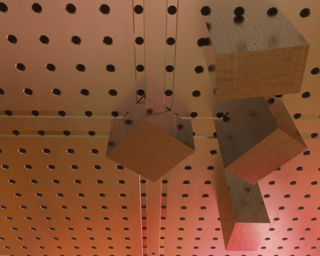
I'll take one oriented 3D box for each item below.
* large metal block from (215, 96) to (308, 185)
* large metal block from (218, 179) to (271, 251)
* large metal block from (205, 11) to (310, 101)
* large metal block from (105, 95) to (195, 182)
[{"bbox_3d":[0.120,0.010,0.386,0.050,0.080,0.080,30,124,-23],"label":"large metal block"},{"bbox_3d":[0.131,0.139,0.496,0.050,0.080,0.079,2,130,-2],"label":"large metal block"},{"bbox_3d":[0.091,-0.075,0.314,0.080,0.080,0.050,-5,130,4],"label":"large metal block"},{"bbox_3d":[-0.013,0.016,0.409,0.080,0.050,0.080,32,123,-25],"label":"large metal block"}]
